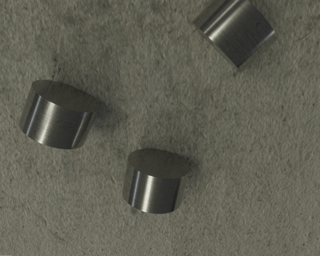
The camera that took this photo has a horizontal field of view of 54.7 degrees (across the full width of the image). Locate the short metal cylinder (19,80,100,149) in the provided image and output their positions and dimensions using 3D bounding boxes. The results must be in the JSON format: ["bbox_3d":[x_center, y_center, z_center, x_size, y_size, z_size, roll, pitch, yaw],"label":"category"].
[{"bbox_3d":[-0.120,-0.017,0.372,0.080,0.080,0.050,24,108,-9],"label":"short metal cylinder"}]

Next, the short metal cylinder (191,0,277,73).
[{"bbox_3d":[0.081,-0.107,0.342,0.080,0.080,0.050,42,105,-14],"label":"short metal cylinder"}]

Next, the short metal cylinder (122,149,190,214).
[{"bbox_3d":[-0.006,0.067,0.405,0.081,0.080,0.050,10,110,-4],"label":"short metal cylinder"}]
